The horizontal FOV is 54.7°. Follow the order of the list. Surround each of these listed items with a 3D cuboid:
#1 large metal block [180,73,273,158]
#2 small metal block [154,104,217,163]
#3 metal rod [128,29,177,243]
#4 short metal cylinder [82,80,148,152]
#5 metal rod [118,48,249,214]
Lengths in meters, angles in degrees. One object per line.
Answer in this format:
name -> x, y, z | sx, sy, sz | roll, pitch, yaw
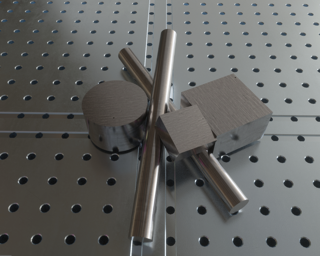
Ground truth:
large metal block -> 0.081, -0.016, 0.400 | 0.081, 0.050, 0.080 | -21, 53, -17
small metal block -> 0.029, 0.006, 0.357 | 0.050, 0.025, 0.050 | -17, 67, -24
metal rod -> -0.003, -0.014, 0.389 | 0.025, 0.025, 0.300 | 5, 58, 4
short metal cylinder -> -0.056, -0.016, 0.400 | 0.081, 0.050, 0.080 | 1, 50, 0
metal rod -> 0.015, -0.017, 0.417 | 0.025, 0.025, 0.300 | -22, 54, -18
